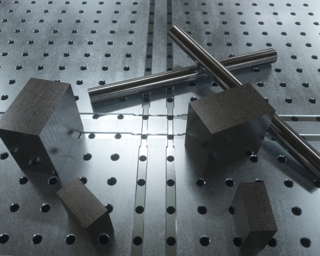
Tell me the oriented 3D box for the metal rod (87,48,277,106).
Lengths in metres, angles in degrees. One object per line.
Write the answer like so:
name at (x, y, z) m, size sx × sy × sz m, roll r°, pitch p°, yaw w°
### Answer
metal rod at (0.042, -0.081, 0.475) m, size 0.302 × 0.025 × 0.025 m, roll -15°, pitch 52°, yaw -12°

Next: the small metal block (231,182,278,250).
small metal block at (0.094, 0.090, 0.316) m, size 0.025 × 0.050 × 0.050 m, roll -1°, pitch 50°, yaw -1°

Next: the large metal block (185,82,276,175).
large metal block at (0.079, 0.002, 0.371) m, size 0.081 × 0.080 × 0.050 m, roll -19°, pitch 53°, yaw -16°

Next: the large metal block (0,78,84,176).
large metal block at (-0.138, -0.001, 0.372) m, size 0.050 × 0.080 × 0.080 m, roll 10°, pitch 51°, yaw 8°

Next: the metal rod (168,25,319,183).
metal rod at (0.110, -0.048, 0.426) m, size 0.025 × 0.025 × 0.300 m, roll -29°, pitch 63°, yaw -22°

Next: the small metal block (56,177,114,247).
small metal block at (-0.076, 0.087, 0.318) m, size 0.025 × 0.050 × 0.050 m, roll -37°, pitch 59°, yaw -26°
